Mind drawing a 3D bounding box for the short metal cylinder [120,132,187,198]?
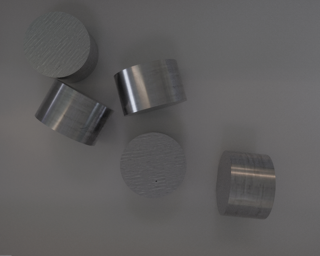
[{"bbox_3d":[-0.008,0.045,0.399,0.081,0.050,0.080,0,90,0],"label":"short metal cylinder"}]

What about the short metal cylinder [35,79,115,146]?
[{"bbox_3d":[-0.104,-0.019,0.383,0.080,0.080,0.050,29,90,0],"label":"short metal cylinder"}]

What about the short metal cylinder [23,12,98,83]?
[{"bbox_3d":[-0.124,-0.101,0.398,0.081,0.050,0.080,0,90,0],"label":"short metal cylinder"}]

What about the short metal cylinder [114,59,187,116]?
[{"bbox_3d":[-0.012,-0.048,0.384,0.080,0.080,0.050,-15,90,0],"label":"short metal cylinder"}]

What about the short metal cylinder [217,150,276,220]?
[{"bbox_3d":[0.103,0.070,0.385,0.050,0.080,0.080,6,90,0],"label":"short metal cylinder"}]
